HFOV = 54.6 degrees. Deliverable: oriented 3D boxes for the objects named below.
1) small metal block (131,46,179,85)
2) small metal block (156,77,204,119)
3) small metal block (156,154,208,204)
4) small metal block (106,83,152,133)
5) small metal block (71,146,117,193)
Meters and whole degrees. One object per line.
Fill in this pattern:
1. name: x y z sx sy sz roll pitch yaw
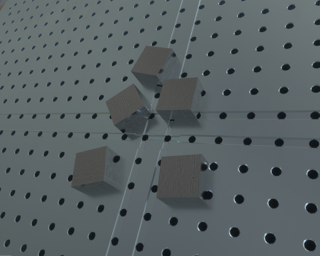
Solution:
1. small metal block: -0.008 -0.095 0.472 0.050 0.025 0.050 16 70 34
2. small metal block: 0.027 -0.039 0.419 0.050 0.025 0.050 1 62 28
3. small metal block: 0.027 0.060 0.359 0.050 0.025 0.050 -6 59 25
4. small metal block: -0.046 -0.029 0.451 0.050 0.025 0.050 -32 52 7
5. small metal block: -0.089 0.057 0.422 0.050 0.025 0.050 -14 56 20
